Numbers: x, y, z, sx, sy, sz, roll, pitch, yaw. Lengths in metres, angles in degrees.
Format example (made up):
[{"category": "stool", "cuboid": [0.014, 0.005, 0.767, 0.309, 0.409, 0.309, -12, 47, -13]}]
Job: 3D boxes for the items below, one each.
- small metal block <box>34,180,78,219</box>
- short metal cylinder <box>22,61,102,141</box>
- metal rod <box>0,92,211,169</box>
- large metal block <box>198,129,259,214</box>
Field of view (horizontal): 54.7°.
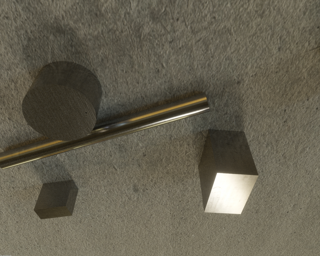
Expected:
[{"category": "small metal block", "cuboid": [-0.160, 0.111, 0.483, 0.050, 0.050, 0.025, -8, 130, 6]}, {"category": "short metal cylinder", "cuboid": [-0.112, -0.031, 0.363, 0.081, 0.050, 0.079, 0, 130, 0]}, {"category": "metal rod", "cuboid": [-0.083, 0.007, 0.411, 0.301, 0.025, 0.025, -16, 129, 12]}, {"category": "large metal block", "cuboid": [0.088, 0.059, 0.423, 0.050, 0.080, 0.079, 4, 130, -4]}]
